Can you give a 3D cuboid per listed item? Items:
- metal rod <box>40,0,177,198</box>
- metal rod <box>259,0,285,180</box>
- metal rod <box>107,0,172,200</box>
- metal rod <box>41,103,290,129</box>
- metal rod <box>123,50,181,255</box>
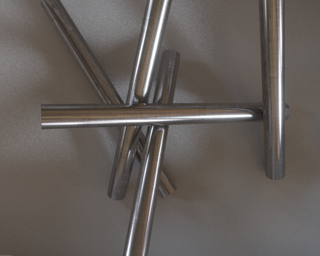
[{"bbox_3d":[-0.067,-0.041,0.410,0.025,0.025,0.299,-32,90,0],"label":"metal rod"},{"bbox_3d":[0.127,-0.069,0.348,0.025,0.025,0.298,-12,116,0],"label":"metal rod"},{"bbox_3d":[-0.023,-0.044,0.354,0.025,0.025,0.298,15,113,0],"label":"metal rod"},{"bbox_3d":[0.025,-0.016,0.358,0.303,0.025,0.025,-2,90,-22],"label":"metal rod"},{"bbox_3d":[-0.009,0.039,0.354,0.025,0.025,0.299,10,67,0],"label":"metal rod"}]
